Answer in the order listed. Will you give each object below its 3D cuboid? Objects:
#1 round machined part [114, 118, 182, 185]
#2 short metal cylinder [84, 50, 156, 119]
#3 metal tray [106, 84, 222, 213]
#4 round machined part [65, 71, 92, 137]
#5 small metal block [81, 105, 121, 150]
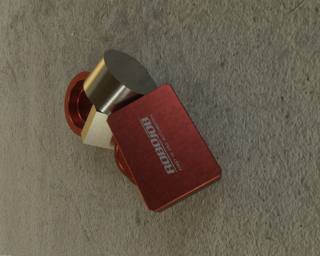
[{"bbox_3d":[-0.023,0.031,0.412,0.098,0.042,0.097,0,90,39],"label":"round machined part"},{"bbox_3d":[-0.053,-0.058,0.413,0.050,0.081,0.080,-45,63,30],"label":"short metal cylinder"},{"bbox_3d":[0.003,0.022,0.370,0.090,0.030,0.130,-29,69,2],"label":"metal tray"},{"bbox_3d":[-0.100,-0.035,0.475,0.098,0.042,0.097,0,90,39],"label":"round machined part"},{"bbox_3d":[-0.075,-0.001,0.426,0.050,0.050,0.025,-63,31,20],"label":"small metal block"}]
